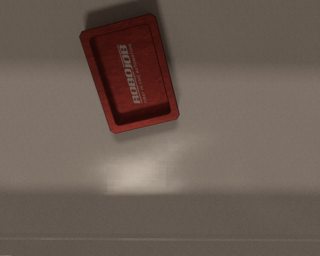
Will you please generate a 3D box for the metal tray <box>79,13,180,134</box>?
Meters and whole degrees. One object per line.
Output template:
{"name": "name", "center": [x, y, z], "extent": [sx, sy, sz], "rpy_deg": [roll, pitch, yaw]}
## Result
{"name": "metal tray", "center": [-0.034, -0.065, 0.384], "extent": [0.090, 0.030, 0.129], "rpy_deg": [-13, 110, 4]}
